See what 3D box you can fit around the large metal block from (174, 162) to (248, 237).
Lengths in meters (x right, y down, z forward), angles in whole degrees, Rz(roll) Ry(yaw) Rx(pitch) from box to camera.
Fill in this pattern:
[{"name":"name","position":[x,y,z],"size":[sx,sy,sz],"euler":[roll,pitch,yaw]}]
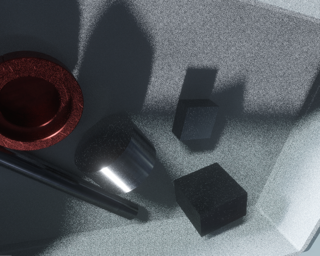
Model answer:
[{"name":"large metal block","position":[0.078,0.109,0.485],"size":[0.081,0.080,0.050],"euler":[-20,126,-17]}]

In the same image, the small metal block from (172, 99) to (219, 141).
[{"name":"small metal block","position":[0.048,-0.012,0.430],"size":[0.050,0.025,0.050],"euler":[-3,120,-27]}]

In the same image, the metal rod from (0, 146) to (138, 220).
[{"name":"metal rod","position":[-0.135,0.055,0.369],"size":[0.025,0.025,0.301],"euler":[-48,129,5]}]

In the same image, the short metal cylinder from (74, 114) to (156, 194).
[{"name":"short metal cylinder","position":[-0.052,0.030,0.365],"size":[0.080,0.080,0.050],"euler":[-40,130,-2]}]

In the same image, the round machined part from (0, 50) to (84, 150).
[{"name":"round machined part","position":[-0.130,-0.030,0.309],"size":[0.099,0.042,0.097],"euler":[-14,125,-21]}]
